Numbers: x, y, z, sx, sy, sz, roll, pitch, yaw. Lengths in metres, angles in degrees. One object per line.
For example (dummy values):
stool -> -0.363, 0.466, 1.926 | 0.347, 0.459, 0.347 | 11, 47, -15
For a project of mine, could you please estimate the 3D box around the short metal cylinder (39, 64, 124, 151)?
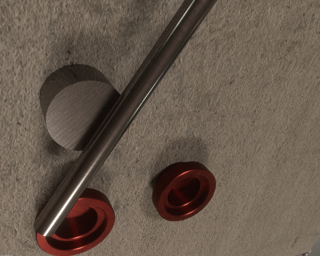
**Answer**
short metal cylinder -> -0.083, -0.022, 0.332 | 0.081, 0.050, 0.079 | -14, 125, -21

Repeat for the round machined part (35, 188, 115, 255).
round machined part -> -0.113, 0.117, 0.408 | 0.099, 0.042, 0.097 | -14, 125, -21

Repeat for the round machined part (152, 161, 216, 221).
round machined part -> 0.032, 0.091, 0.472 | 0.099, 0.042, 0.097 | -14, 125, -21

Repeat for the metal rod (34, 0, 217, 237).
metal rod -> -0.041, -0.009, 0.314 | 0.025, 0.025, 0.299 | 28, 103, -38
